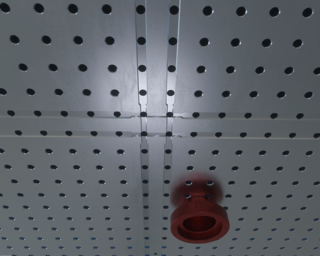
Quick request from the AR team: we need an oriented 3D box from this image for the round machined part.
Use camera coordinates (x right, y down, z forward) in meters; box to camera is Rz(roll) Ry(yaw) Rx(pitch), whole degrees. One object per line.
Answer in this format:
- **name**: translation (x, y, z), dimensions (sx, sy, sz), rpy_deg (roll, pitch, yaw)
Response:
- **round machined part**: translation (0.067, 0.155, 0.533), dimensions (0.099, 0.042, 0.097), rpy_deg (0, 130, 0)
